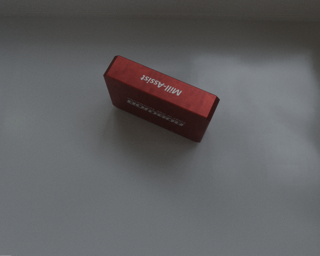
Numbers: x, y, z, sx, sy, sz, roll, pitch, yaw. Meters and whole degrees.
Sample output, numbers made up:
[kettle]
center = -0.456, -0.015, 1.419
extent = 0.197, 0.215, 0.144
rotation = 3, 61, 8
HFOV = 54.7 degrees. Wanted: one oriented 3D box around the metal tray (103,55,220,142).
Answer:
[metal tray]
center = 0.001, -0.032, 0.383
extent = 0.130, 0.090, 0.030
rotation = 24, 72, 7
